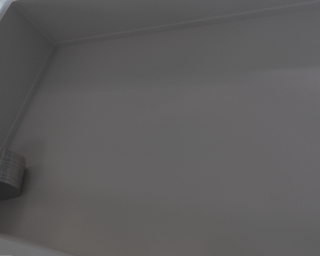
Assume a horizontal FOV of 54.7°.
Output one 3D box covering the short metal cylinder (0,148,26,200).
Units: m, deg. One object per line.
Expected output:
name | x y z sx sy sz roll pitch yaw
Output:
short metal cylinder | -0.245 0.069 0.457 0.080 0.080 0.050 -16 55 19
